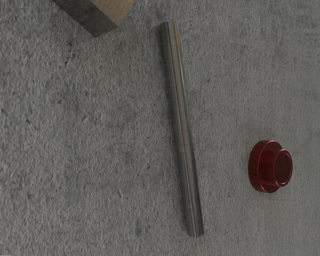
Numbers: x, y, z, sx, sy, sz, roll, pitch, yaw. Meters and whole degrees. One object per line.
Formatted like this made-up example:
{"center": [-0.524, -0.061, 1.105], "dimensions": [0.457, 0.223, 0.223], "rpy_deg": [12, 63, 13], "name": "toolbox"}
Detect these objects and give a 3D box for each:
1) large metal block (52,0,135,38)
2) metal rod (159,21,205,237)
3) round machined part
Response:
{"center": [-0.069, -0.159, 0.331], "dimensions": [0.080, 0.050, 0.080], "rpy_deg": [38, 67, -34], "name": "large metal block"}
{"center": [0.032, 0.006, 0.433], "dimensions": [0.025, 0.025, 0.298], "rpy_deg": [-14, 99, -40], "name": "metal rod"}
{"center": [0.209, 0.072, 0.573], "dimensions": [0.099, 0.042, 0.097], "rpy_deg": [0, 90, -40], "name": "round machined part"}
